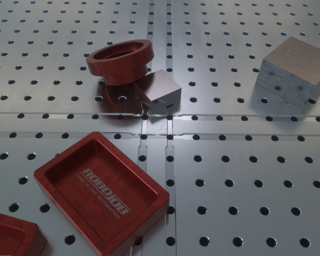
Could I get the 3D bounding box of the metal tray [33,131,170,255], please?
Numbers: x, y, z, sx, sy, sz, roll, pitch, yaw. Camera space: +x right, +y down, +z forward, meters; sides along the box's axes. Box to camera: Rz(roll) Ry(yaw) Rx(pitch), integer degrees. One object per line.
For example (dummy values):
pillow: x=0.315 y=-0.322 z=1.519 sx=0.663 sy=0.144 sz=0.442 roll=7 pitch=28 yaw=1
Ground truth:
metal tray: x=-0.065 y=0.070 z=0.344 sx=0.130 sy=0.030 sz=0.091 roll=37 pitch=59 yaw=27

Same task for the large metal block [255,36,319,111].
large metal block: x=0.204 y=-0.084 z=0.463 sx=0.080 sy=0.050 sz=0.080 roll=37 pitch=59 yaw=26

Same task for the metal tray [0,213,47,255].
metal tray: x=-0.178 y=0.143 z=0.282 sx=0.090 sy=0.030 sz=0.130 roll=13 pitch=51 yaw=10

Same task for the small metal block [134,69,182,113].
small metal block: x=-0.004 y=-0.055 z=0.454 sx=0.050 sy=0.025 sz=0.050 roll=-26 pitch=55 yaw=-20

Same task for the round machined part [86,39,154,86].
round machined part: x=-0.056 y=-0.096 z=0.461 sx=0.098 sy=0.042 sz=0.098 roll=-11 pitch=28 yaw=6
